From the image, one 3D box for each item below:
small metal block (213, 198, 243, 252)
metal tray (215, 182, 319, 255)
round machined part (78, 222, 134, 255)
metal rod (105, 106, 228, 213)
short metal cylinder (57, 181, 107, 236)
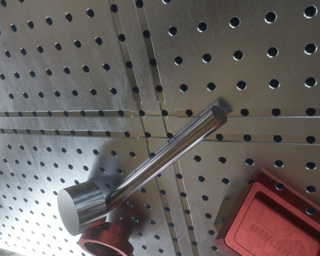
[{"bbox_3d":[0.101,0.132,0.422,0.025,0.050,0.050,-17,110,35],"label":"small metal block"},{"bbox_3d":[0.145,0.139,0.375,0.130,0.090,0.030,35,154,4],"label":"metal tray"},{"bbox_3d":[-0.094,0.205,0.563,0.098,0.042,0.097,12,139,10],"label":"round machined part"},{"bbox_3d":[-0.016,0.063,0.456,0.025,0.025,0.299,45,129,-3],"label":"metal rod"},{"bbox_3d":[-0.133,0.135,0.527,0.080,0.050,0.079,17,113,46],"label":"short metal cylinder"}]
